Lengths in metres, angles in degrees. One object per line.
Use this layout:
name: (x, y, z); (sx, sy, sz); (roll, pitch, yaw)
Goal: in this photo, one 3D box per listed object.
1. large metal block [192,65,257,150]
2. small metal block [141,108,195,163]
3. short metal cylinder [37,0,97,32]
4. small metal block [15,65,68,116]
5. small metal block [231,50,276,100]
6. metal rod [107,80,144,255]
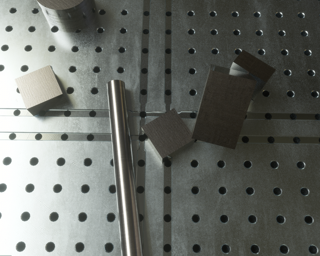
large metal block: (0.075, -0.030, 0.377); (0.050, 0.080, 0.079); (15, 108, 5)
small metal block: (0.011, 0.010, 0.408); (0.050, 0.025, 0.050); (-31, 73, -11)
short metal cylinder: (-0.141, -0.193, 0.467); (0.081, 0.050, 0.080); (0, 70, -1)
small metal block: (-0.164, -0.052, 0.429); (0.050, 0.025, 0.050); (-25, 72, -9)
small metal block: (0.122, -0.072, 0.426); (0.050, 0.050, 0.025); (36, 72, 12)
metal rod: (-0.042, 0.078, 0.382); (0.025, 0.025, 0.299); (-7, 70, -3)
